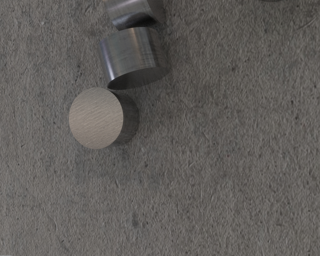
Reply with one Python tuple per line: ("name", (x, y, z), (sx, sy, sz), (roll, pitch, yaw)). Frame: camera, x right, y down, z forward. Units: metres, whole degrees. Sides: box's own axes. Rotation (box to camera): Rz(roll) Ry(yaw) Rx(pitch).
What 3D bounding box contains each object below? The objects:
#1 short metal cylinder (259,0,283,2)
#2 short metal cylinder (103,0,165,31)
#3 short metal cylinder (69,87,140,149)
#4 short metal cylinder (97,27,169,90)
("short metal cylinder", (0.131, -0.192, 0.349), (0.080, 0.050, 0.080), (0, 90, 20))
("short metal cylinder", (-0.032, -0.163, 0.391), (0.050, 0.080, 0.080), (-14, 85, 19))
("short metal cylinder", (-0.075, -0.013, 0.422), (0.080, 0.050, 0.080), (0, 90, 20))
("short metal cylinder", (-0.034, -0.085, 0.392), (0.080, 0.080, 0.050), (-18, 84, 19))
